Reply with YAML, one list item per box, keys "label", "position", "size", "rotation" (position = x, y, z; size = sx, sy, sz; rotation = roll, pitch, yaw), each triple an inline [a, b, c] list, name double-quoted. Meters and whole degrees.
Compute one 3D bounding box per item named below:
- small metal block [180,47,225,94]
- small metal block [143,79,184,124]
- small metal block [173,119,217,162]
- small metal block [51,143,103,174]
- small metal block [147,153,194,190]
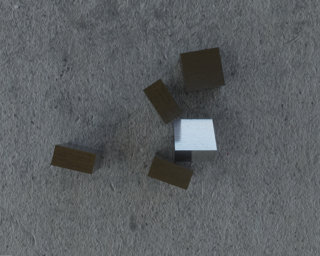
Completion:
- label: "small metal block"
  position: [0.055, -0.075, 0.410]
  size: [0.050, 0.025, 0.050]
  rotation: [-10, 90, 0]
- label: "small metal block"
  position: [0.004, -0.032, 0.397]
  size: [0.025, 0.050, 0.050]
  rotation: [-34, 90, 0]
- label: "small metal block"
  position: [0.043, 0.016, 0.397]
  size: [0.050, 0.025, 0.050]
  rotation: [0, 50, -1]
- label: "small metal block"
  position: [-0.104, 0.038, 0.397]
  size: [0.050, 0.050, 0.025]
  rotation: [13, 90, 0]
- label: "small metal block"
  position: [0.013, 0.054, 0.397]
  size: [0.050, 0.050, 0.025]
  rotation: [20, 92, 0]
